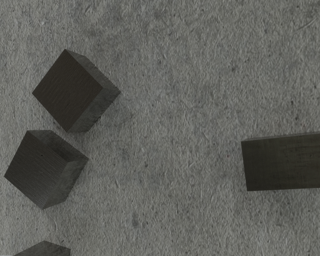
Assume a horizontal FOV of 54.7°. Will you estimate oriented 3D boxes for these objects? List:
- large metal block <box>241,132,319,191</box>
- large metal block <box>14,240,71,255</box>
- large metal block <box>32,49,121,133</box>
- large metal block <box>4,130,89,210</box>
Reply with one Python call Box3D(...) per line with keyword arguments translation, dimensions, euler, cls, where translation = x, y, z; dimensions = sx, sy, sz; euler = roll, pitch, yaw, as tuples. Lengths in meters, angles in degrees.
Box3D(translation=(0.135, 0.033, 0.332), dimensions=(0.080, 0.080, 0.050), euler=(-7, 88, 20), cls="large metal block")
Box3D(translation=(-0.178, 0.220, 0.443), dimensions=(0.050, 0.080, 0.079), euler=(9, 93, 20), cls="large metal block")
Box3D(translation=(-0.117, -0.050, 0.437), dimensions=(0.080, 0.050, 0.080), euler=(45, 104, 14), cls="large metal block")
Box3D(translation=(-0.166, 0.058, 0.454), dimensions=(0.080, 0.050, 0.080), euler=(34, 101, 16), cls="large metal block")
